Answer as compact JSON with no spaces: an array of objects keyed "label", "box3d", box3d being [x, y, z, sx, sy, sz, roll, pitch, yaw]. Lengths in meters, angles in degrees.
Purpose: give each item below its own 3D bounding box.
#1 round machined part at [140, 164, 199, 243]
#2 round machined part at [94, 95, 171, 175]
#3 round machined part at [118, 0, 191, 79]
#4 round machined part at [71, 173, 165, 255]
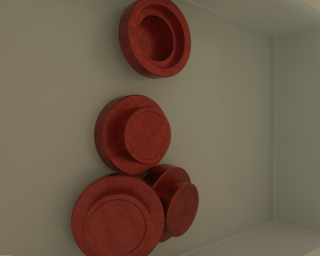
[{"label":"round machined part","box3d":[0.014,0.098,0.392,0.099,0.042,0.097,-17,112,-49]},{"label":"round machined part","box3d":[-0.025,0.008,0.374,0.099,0.042,0.097,0,90,-40]},{"label":"round machined part","box3d":[-0.010,-0.110,0.386,0.099,0.042,0.097,0,90,-40]},{"label":"round machined part","box3d":[-0.044,0.099,0.328,0.099,0.042,0.097,0,90,-5]}]
